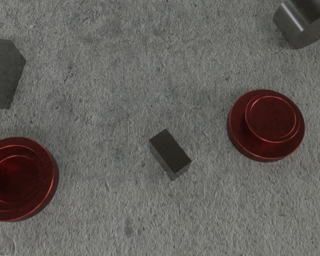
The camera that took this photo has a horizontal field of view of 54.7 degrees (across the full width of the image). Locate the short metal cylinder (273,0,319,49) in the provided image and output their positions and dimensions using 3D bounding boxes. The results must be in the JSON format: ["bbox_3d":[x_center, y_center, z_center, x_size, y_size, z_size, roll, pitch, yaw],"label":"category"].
[{"bbox_3d":[0.211,-0.158,0.439,0.080,0.080,0.050,-23,72,-9],"label":"short metal cylinder"}]

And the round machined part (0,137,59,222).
[{"bbox_3d":[-0.171,0.063,0.374,0.099,0.042,0.098,0,70,-1],"label":"round machined part"}]

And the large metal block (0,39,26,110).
[{"bbox_3d":[-0.242,-0.076,0.420,0.080,0.050,0.080,8,70,2],"label":"large metal block"}]

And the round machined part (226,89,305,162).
[{"bbox_3d":[0.140,-0.007,0.403,0.099,0.042,0.098,0,70,-1],"label":"round machined part"}]

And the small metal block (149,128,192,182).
[{"bbox_3d":[0.012,0.035,0.382,0.025,0.050,0.050,-35,74,-12],"label":"small metal block"}]
